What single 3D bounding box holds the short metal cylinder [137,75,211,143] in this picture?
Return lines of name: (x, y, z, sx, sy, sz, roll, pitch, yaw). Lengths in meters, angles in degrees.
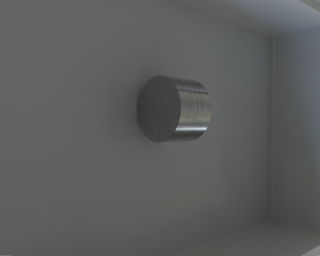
short metal cylinder: (0.016, -0.023, 0.383, 0.050, 0.080, 0.079, 0, 90, -40)
